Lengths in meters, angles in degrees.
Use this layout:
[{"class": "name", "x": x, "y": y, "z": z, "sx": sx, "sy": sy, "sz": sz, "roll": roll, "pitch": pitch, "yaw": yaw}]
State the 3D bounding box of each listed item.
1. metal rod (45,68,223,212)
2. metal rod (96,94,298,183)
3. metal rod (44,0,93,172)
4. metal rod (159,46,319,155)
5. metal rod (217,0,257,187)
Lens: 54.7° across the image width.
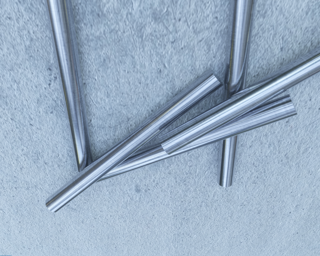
[{"class": "metal rod", "x": -0.046, "y": 0.027, "z": 0.407, "sx": 0.299, "sy": 0.025, "sz": 0.025, "roll": -38, "pitch": 121, "yaw": 19}, {"class": "metal rod", "x": 0.021, "y": 0.024, "z": 0.405, "sx": 0.300, "sy": 0.025, "sz": 0.025, "roll": -22, "pitch": 127, "yaw": 25}, {"class": "metal rod", "x": -0.103, "y": -0.057, "z": 0.357, "sx": 0.025, "sy": 0.025, "sz": 0.298, "roll": 2, "pitch": 130, "yaw": -2}, {"class": "metal rod", "x": 0.132, "y": -0.052, "z": 0.338, "sx": 0.300, "sy": 0.025, "sz": 0.025, "roll": -30, "pitch": 124, "yaw": 13}, {"class": "metal rod", "x": 0.090, "y": -0.032, "z": 0.380, "sx": 0.025, "sy": 0.025, "sz": 0.298, "roll": -3, "pitch": 130, "yaw": 2}]
